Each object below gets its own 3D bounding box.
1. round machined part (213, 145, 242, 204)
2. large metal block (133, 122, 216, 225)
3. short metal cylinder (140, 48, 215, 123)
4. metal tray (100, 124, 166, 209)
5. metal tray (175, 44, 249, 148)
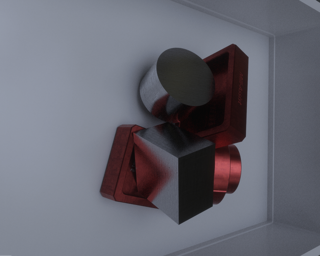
[{"bbox_3d":[0.077,0.054,0.419,0.042,0.098,0.097,5,86,-10],"label":"round machined part"},{"bbox_3d":[0.015,0.047,0.353,0.050,0.080,0.079,-18,117,-33],"label":"large metal block"},{"bbox_3d":[0.021,-0.053,0.389,0.081,0.050,0.080,12,63,-23],"label":"short metal cylinder"},{"bbox_3d":[-0.004,0.056,0.399,0.131,0.030,0.090,22,76,-38],"label":"metal tray"},{"bbox_3d":[0.065,-0.036,0.399,0.030,0.090,0.130,32,54,-33],"label":"metal tray"}]
